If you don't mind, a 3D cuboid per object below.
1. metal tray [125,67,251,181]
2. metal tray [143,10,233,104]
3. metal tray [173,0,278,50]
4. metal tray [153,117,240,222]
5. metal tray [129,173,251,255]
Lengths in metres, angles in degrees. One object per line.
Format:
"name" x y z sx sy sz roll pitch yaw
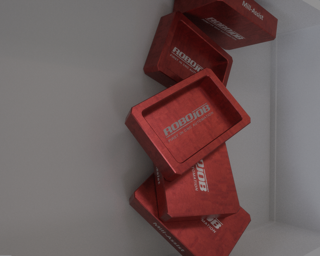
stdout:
"metal tray" 0.036 -0.009 0.371 0.131 0.030 0.090 -32 80 -30
"metal tray" 0.046 -0.090 0.440 0.131 0.030 0.090 28 73 -37
"metal tray" 0.094 -0.155 0.441 0.131 0.090 0.030 14 81 -39
"metal tray" 0.039 0.045 0.383 0.091 0.030 0.130 2 63 -18
"metal tray" 0.038 0.103 0.389 0.130 0.030 0.090 42 56 8
